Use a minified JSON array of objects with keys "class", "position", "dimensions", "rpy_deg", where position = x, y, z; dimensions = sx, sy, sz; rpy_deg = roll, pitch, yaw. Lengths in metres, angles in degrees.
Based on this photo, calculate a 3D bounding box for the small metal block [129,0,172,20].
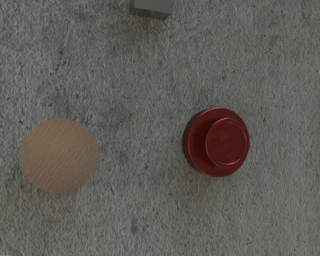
[{"class":"small metal block","position":[-0.011,-0.174,0.405],"dimensions":[0.050,0.025,0.050],"rpy_deg":[2,89,-20]}]

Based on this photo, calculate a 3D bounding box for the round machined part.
[{"class":"round machined part","position":[0.084,0.020,0.432],"dimensions":[0.099,0.042,0.097],"rpy_deg":[0,90,-20]}]

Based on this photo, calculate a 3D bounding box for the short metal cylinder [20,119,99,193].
[{"class":"short metal cylinder","position":[-0.114,0.029,0.354],"dimensions":[0.081,0.050,0.080],"rpy_deg":[0,90,-20]}]
